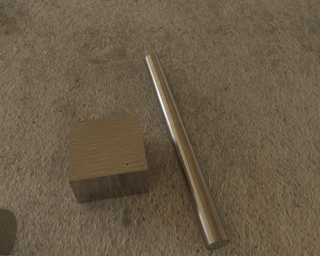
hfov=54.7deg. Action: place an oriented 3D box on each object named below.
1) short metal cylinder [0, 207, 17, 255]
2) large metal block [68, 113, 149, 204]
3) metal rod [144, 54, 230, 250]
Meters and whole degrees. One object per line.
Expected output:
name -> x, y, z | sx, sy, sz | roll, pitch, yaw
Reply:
short metal cylinder -> -0.178, 0.105, 0.278 | 0.050, 0.080, 0.080 | 14, 52, 12
large metal block -> -0.059, 0.034, 0.358 | 0.081, 0.050, 0.080 | -7, 51, -6
metal rod -> 0.022, 0.004, 0.399 | 0.025, 0.025, 0.300 | -10, 51, -9
